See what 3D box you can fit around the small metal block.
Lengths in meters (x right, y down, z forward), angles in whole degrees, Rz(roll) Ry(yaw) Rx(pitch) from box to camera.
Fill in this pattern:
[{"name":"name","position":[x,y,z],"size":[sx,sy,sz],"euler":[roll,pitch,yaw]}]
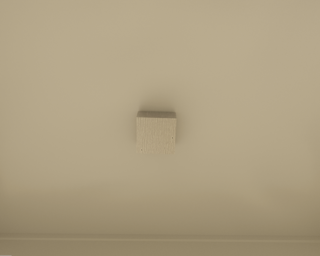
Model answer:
[{"name":"small metal block","position":[-0.005,0.006,0.409],"size":[0.050,0.025,0.050],"euler":[2,110,-1]}]
